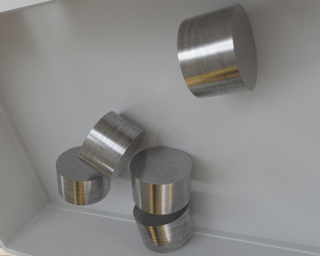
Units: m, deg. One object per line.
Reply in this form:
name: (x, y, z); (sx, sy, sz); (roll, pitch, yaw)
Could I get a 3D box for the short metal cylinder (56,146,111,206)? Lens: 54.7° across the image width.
short metal cylinder: (-0.116, 0.072, 0.477); (0.080, 0.080, 0.050); (19, 126, 16)

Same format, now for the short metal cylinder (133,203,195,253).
short metal cylinder: (0.007, 0.132, 0.450); (0.080, 0.080, 0.050); (0, 118, 28)

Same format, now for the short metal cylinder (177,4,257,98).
short metal cylinder: (0.058, -0.071, 0.298); (0.050, 0.080, 0.080); (-6, 116, 31)

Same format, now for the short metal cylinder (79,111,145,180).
short metal cylinder: (-0.064, 0.024, 0.420); (0.050, 0.080, 0.079); (32, 128, 7)

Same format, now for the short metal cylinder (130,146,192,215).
short metal cylinder: (0.002, 0.068, 0.413); (0.080, 0.080, 0.050); (12, 123, 21)
